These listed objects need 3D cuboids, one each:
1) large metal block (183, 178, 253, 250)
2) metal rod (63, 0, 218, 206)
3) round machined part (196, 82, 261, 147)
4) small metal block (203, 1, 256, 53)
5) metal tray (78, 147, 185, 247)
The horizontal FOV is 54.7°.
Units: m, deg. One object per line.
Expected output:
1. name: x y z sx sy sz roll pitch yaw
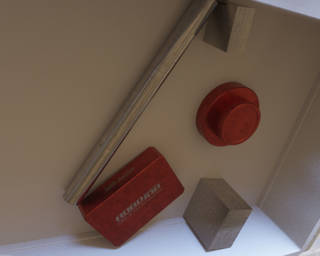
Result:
1. large metal block: 0.093 0.139 0.512 0.050 0.080 0.079 8 114 -32
2. metal rod: -0.030 -0.027 0.376 0.025 0.025 0.299 27 103 -38
3. round machined part: 0.105 -0.014 0.449 0.099 0.042 0.097 -14 124 -21
4. small metal block: 0.079 -0.120 0.363 0.025 0.050 0.050 -6 121 -26
5. metal tray: -0.036 0.099 0.441 0.130 0.030 0.090 -38 130 -10
